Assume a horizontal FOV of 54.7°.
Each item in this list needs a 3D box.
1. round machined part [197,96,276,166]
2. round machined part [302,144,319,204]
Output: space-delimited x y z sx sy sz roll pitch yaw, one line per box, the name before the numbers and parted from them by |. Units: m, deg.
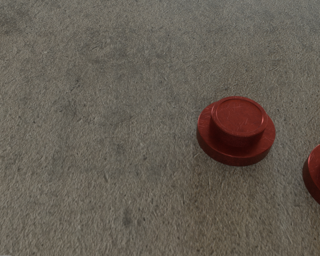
round machined part | 0.098 -0.003 0.395 0.099 0.042 0.098 0 50 0
round machined part | 0.219 0.051 0.350 0.099 0.042 0.098 0 50 0
